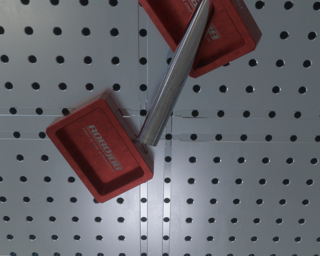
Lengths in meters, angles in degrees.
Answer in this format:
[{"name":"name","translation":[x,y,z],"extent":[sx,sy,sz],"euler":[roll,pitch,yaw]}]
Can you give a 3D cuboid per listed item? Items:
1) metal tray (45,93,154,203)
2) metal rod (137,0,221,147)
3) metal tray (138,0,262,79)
[{"name":"metal tray","translation":[-0.078,0.030,0.420],"extent":[0.090,0.030,0.130],"euler":[-28,108,9]},{"name":"metal rod","translation":[0.045,-0.118,0.344],"extent":[0.025,0.025,0.298],"euler":[23,99,-8]},{"name":"metal tray","translation":[0.039,-0.128,0.340],"extent":[0.090,0.030,0.130],"euler":[-21,113,42]}]
